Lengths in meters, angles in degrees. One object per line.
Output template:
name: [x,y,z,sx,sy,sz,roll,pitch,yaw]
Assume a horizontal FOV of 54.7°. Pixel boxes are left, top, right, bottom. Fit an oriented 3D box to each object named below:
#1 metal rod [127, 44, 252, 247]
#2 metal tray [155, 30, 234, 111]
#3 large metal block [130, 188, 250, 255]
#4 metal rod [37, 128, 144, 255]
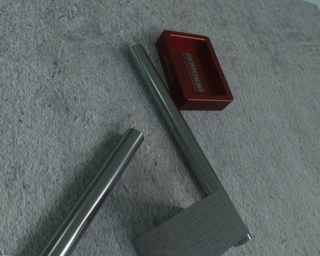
metal rod: [0.032,0.011,0.415,0.025,0.025,0.299,-17,71,-35]
metal tray: [0.052,-0.090,0.485,0.091,0.030,0.130,-1,62,-29]
large metal block: [0.028,0.111,0.317,0.081,0.080,0.050,-20,73,-36]
metal rod: [-0.092,0.109,0.288,0.025,0.025,0.301,36,51,-5]
